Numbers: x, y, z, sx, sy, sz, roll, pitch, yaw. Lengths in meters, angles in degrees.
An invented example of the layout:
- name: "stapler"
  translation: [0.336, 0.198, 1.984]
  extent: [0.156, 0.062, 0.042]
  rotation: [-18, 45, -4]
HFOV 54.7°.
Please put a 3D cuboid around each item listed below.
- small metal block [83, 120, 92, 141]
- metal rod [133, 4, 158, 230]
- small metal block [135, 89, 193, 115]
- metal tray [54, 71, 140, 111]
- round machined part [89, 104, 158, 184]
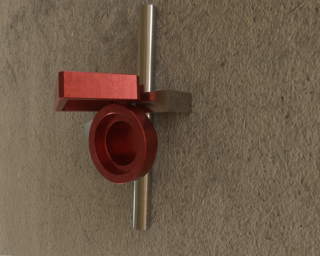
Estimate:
- name: "small metal block"
  translation: [-0.073, -0.001, 0.448]
  extent: [0.050, 0.050, 0.025]
  rotation: [-24, 75, 37]
- name: "metal rod"
  translation: [-0.020, -0.013, 0.421]
  extent: [0.025, 0.025, 0.298]
  rotation: [3, 92, 39]
- name: "small metal block"
  translation: [0.005, -0.031, 0.384]
  extent: [0.050, 0.050, 0.025]
  rotation: [-2, 89, 39]
- name: "metal tray"
  translation: [-0.087, -0.043, 0.404]
  extent: [0.130, 0.091, 0.030]
  rotation: [170, 98, -69]
- name: "round machined part"
  translation: [-0.042, 0.018, 0.392]
  extent: [0.098, 0.042, 0.097]
  rotation: [3, 95, 37]
